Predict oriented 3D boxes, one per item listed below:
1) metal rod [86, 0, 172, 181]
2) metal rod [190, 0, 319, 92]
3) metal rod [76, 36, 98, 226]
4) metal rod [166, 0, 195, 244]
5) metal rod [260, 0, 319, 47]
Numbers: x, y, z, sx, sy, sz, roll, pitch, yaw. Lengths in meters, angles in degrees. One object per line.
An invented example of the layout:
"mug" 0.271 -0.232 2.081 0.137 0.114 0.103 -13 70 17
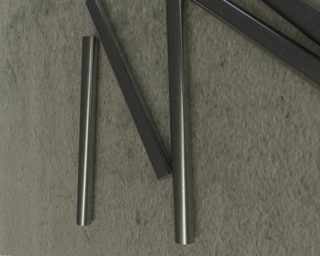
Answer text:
"metal rod" -0.048 -0.068 0.442 0.025 0.025 0.299 -36 68 34
"metal rod" 0.084 -0.118 0.334 0.300 0.025 0.025 48 118 29
"metal rod" -0.117 0.006 0.498 0.025 0.025 0.298 4 92 39
"metal rod" 0.025 -0.011 0.382 0.025 0.025 0.298 -4 88 39
"metal rod" 0.126 -0.118 0.299 0.025 0.025 0.300 -52 60 27
